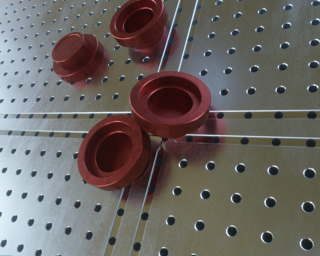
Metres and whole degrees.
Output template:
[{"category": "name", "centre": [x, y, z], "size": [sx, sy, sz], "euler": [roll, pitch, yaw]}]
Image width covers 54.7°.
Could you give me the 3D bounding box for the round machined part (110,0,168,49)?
[{"category": "round machined part", "centre": [-0.031, -0.172, 0.517], "size": [0.098, 0.042, 0.098], "euler": [-13, 56, 20]}]

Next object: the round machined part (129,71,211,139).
[{"category": "round machined part", "centre": [0.013, -0.025, 0.390], "size": [0.099, 0.042, 0.098], "euler": [-1, 48, 1]}]

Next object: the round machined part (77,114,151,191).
[{"category": "round machined part", "centre": [-0.054, 0.034, 0.401], "size": [0.098, 0.042, 0.098], "euler": [-14, 57, 23]}]

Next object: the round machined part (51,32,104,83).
[{"category": "round machined part", "centre": [-0.154, -0.133, 0.557], "size": [0.098, 0.042, 0.098], "euler": [-13, 56, 20]}]
